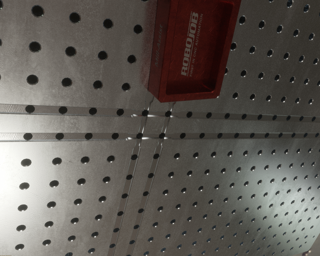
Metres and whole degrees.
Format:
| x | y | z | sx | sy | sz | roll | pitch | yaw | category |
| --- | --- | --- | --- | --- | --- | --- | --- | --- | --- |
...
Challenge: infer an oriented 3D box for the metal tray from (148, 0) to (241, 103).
| x | y | z | sx | sy | sz | roll | pitch | yaw | category |
| --- | --- | --- | --- | --- | --- | --- | --- | --- | --- |
| 0.039 | -0.098 | 0.370 | 0.091 | 0.030 | 0.129 | -7 | 122 | -25 | metal tray |
